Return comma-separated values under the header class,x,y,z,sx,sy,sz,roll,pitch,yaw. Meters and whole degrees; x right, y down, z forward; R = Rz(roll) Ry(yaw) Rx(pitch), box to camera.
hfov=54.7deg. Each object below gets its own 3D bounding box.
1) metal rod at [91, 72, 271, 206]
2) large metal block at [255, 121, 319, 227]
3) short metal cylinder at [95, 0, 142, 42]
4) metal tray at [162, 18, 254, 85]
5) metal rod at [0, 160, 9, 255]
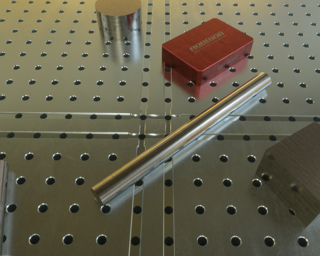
class,x,y,z,sx,sy,sz,roll,pitch,yaw
metal rod,0.045,0.002,0.406,0.302,0.025,0.025,-33,58,-25
large metal block,0.172,0.050,0.352,0.081,0.050,0.080,-25,55,-20
short metal cylinder,-0.073,-0.201,0.559,0.081,0.050,0.080,0,50,0
metal tray,0.079,-0.131,0.515,0.131,0.030,0.090,-34,58,-25
metal rod,-0.157,0.156,0.273,0.025,0.025,0.300,-10,51,-9
